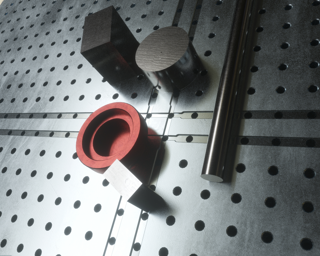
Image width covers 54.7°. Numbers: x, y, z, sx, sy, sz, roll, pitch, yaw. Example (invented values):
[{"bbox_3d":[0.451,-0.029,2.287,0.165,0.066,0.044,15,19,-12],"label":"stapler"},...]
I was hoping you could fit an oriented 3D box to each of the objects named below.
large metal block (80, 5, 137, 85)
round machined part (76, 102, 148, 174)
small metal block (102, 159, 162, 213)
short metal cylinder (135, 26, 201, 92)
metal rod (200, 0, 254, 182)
[{"bbox_3d":[-0.077,-0.129,0.491,0.050,0.080,0.080,-16,56,19],"label":"large metal block"},{"bbox_3d":[-0.060,0.017,0.417,0.098,0.042,0.098,-13,56,20],"label":"round machined part"},{"bbox_3d":[-0.033,0.069,0.366,0.025,0.050,0.050,-49,52,-6],"label":"small metal block"},{"bbox_3d":[0.012,-0.098,0.445,0.080,0.050,0.080,-13,56,20],"label":"short metal cylinder"},{"bbox_3d":[0.094,-0.076,0.404,0.025,0.025,0.300,2,62,28],"label":"metal rod"}]
